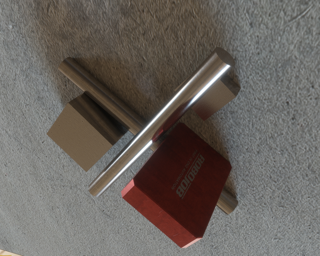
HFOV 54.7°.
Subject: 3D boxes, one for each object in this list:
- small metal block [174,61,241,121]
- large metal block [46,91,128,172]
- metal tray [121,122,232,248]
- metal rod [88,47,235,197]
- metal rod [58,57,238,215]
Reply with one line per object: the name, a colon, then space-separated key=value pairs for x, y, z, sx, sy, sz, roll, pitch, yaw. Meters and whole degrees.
small metal block: x=0.054 y=-0.044 z=0.352 sx=0.050 sy=0.025 sz=0.050 roll=46 pitch=129 yaw=-4
large metal block: x=-0.103 y=0.004 z=0.445 sx=0.080 sy=0.050 sz=0.080 roll=45 pitch=129 yaw=-4
metal tray: x=0.026 y=0.059 z=0.361 sx=0.090 sy=0.131 sz=0.030 roll=41 pitch=130 yaw=0
metal rod: x=-0.019 y=0.014 z=0.392 sx=0.025 sy=0.025 sz=0.298 roll=43 pitch=129 yaw=-2
metal rod: x=-0.015 y=0.011 z=0.422 sx=0.300 sy=0.025 sz=0.025 roll=41 pitch=129 yaw=0
